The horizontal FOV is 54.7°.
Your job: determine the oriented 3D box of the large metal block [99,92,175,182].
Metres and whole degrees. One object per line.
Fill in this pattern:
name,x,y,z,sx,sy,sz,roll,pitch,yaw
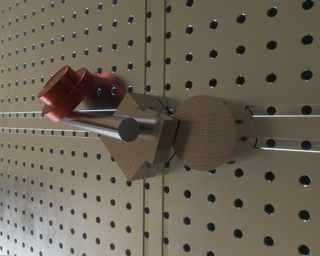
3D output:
large metal block,-0.024,0.011,0.408,0.080,0.050,0.080,51,120,27

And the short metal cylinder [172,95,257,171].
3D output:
short metal cylinder,0.058,0.005,0.343,0.080,0.050,0.079,0,90,39

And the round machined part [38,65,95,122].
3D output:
round machined part,-0.152,-0.060,0.485,0.098,0.042,0.098,-33,31,23

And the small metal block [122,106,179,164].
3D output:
small metal block,-0.012,0.007,0.349,0.050,0.025,0.050,24,105,37

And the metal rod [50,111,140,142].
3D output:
metal rod,-0.114,-0.012,0.444,0.300,0.025,0.025,10,96,56
